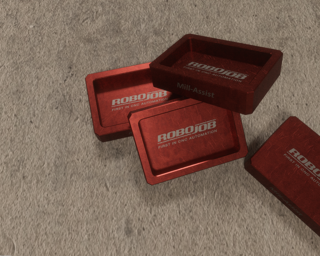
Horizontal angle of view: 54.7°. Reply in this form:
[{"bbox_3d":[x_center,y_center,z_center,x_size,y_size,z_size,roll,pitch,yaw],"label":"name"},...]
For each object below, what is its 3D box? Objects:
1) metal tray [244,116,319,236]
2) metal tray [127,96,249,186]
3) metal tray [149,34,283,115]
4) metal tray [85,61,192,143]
[{"bbox_3d":[0.185,0.059,0.386,0.090,0.030,0.130,-43,76,-14],"label":"metal tray"},{"bbox_3d":[0.034,0.008,0.381,0.131,0.030,0.089,-16,100,-6],"label":"metal tray"},{"bbox_3d":[0.065,-0.070,0.368,0.130,0.030,0.090,21,51,30],"label":"metal tray"},{"bbox_3d":[-0.027,-0.039,0.419,0.131,0.030,0.090,-12,71,-5],"label":"metal tray"}]
